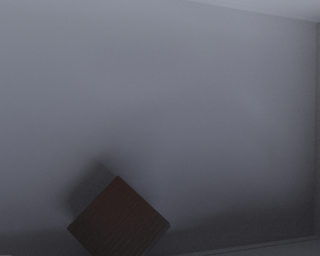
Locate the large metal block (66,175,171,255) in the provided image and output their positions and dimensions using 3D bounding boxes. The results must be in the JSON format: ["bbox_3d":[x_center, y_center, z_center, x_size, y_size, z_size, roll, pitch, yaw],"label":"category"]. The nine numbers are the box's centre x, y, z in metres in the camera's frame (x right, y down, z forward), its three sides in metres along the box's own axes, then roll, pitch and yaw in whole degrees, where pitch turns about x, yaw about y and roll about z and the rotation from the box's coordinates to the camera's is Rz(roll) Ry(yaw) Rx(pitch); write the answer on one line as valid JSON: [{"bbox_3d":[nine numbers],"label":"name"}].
[{"bbox_3d":[-0.045,0.116,0.362,0.080,0.050,0.080,39,75,17],"label":"large metal block"}]
